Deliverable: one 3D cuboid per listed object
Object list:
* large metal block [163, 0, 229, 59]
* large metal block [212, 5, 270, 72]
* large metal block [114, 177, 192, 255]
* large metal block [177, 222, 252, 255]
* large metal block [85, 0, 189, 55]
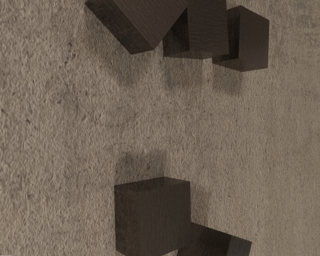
[{"bbox_3d":[0.049,-0.141,0.431,0.081,0.050,0.079,-7,95,-40],"label":"large metal block"},{"bbox_3d":[0.132,-0.140,0.502,0.081,0.050,0.080,4,87,-40],"label":"large metal block"},{"bbox_3d":[-0.008,0.108,0.384,0.081,0.050,0.079,-3,92,-40],"label":"large metal block"},{"bbox_3d":[0.071,0.183,0.432,0.050,0.080,0.080,30,71,-37],"label":"large metal block"},{"bbox_3d":[-0.025,-0.146,0.365,0.080,0.050,0.080,45,68,-31],"label":"large metal block"}]
